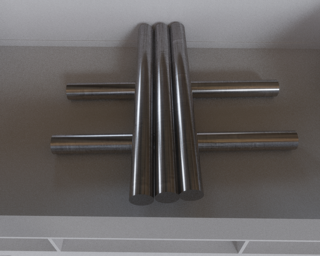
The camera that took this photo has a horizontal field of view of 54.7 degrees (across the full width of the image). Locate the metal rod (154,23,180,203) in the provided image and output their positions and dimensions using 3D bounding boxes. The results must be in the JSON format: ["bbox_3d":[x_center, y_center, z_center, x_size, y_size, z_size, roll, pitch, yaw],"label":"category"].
[{"bbox_3d":[0.005,-0.045,0.407,0.025,0.025,0.300,-1,50,-1],"label":"metal rod"}]

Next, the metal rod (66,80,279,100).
[{"bbox_3d":[0.019,-0.056,0.450,0.302,0.025,0.025,-1,50,-1],"label":"metal rod"}]

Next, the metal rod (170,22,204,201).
[{"bbox_3d":[0.030,-0.047,0.409,0.025,0.025,0.300,-1,50,-1],"label":"metal rod"}]

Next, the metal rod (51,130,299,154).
[{"bbox_3d":[0.019,0.018,0.389,0.302,0.025,0.025,-1,50,-1],"label":"metal rod"}]

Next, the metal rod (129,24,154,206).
[{"bbox_3d":[-0.021,-0.043,0.405,0.025,0.025,0.300,-1,50,-1],"label":"metal rod"}]
